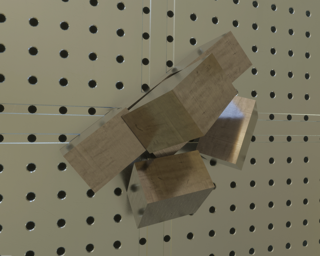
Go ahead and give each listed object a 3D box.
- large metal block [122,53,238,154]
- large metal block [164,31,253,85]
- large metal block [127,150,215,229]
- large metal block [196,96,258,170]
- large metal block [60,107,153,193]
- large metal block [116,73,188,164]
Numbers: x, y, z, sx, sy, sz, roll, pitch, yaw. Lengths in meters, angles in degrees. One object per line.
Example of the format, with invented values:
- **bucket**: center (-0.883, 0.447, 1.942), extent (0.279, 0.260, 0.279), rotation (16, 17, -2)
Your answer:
- **large metal block**: center (0.021, -0.025, 0.324), extent (0.050, 0.080, 0.080), rotation (54, 49, -12)
- **large metal block**: center (0.056, -0.073, 0.404), extent (0.080, 0.080, 0.050), rotation (-41, 104, -15)
- **large metal block**: center (0.009, 0.076, 0.379), extent (0.081, 0.080, 0.050), rotation (-9, 57, -20)
- **large metal block**: center (0.091, 0.007, 0.409), extent (0.050, 0.080, 0.080), rotation (17, 83, 22)
- **large metal block**: center (-0.065, 0.022, 0.358), extent (0.080, 0.080, 0.050), rotation (-40, 103, -16)
- **large metal block**: center (0.000, -0.011, 0.400), extent (0.080, 0.050, 0.080), rotation (-41, 103, -15)
